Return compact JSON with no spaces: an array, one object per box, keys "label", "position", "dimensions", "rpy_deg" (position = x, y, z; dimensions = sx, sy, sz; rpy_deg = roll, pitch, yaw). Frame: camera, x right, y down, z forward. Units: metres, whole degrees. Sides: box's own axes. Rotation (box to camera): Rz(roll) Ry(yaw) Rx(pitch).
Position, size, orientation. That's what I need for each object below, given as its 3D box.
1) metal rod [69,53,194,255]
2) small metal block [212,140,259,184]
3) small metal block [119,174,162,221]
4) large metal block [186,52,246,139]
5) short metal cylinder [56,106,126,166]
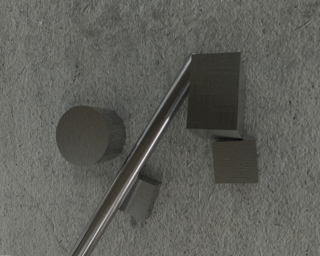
[{"label":"metal rod","position":[-0.028,0.039,0.395],"dimensions":[0.025,0.025,0.299],"rpy_deg":[32,91,17]},{"label":"small metal block","position":[0.092,0.040,0.376],"dimensions":[0.050,0.025,0.050],"rpy_deg":[-4,89,19]},{"label":"small metal block","position":[-0.032,0.090,0.419],"dimensions":[0.050,0.025,0.050],"rpy_deg":[19,96,18]},{"label":"large metal block","position":[0.067,-0.031,0.349],"dimensions":[0.050,0.080,0.080],"rpy_deg":[2,81,20]},{"label":"short metal cylinder","position":[-0.094,0.010,0.428],"dimensions":[0.080,0.050,0.079],"rpy_deg":[0,90,19]}]
